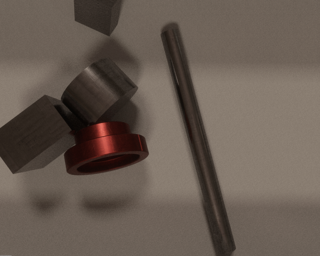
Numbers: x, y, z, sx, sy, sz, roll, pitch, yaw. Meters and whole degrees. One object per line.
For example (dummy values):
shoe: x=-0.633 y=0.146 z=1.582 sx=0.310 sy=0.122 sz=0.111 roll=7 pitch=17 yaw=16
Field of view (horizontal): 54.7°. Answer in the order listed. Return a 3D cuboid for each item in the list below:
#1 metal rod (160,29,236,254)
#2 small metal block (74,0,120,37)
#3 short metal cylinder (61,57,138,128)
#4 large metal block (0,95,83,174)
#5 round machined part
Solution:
metal rod: x=0.051 y=0.017 z=0.412 sx=0.025 sy=0.025 sz=0.298 roll=-15 pitch=90 yaw=0
small metal block: x=-0.080 y=-0.152 z=0.395 sx=0.050 sy=0.050 sz=0.025 roll=24 pitch=62 yaw=-1
short metal cylinder: x=-0.074 y=-0.041 z=0.383 sx=0.080 sy=0.080 sz=0.050 roll=-44 pitch=90 yaw=0
large metal block: x=-0.143 y=0.009 z=0.381 sx=0.080 sy=0.080 sz=0.050 roll=-37 pitch=87 yaw=0
round machined part: x=-0.066 y=0.023 z=0.376 sx=0.099 sy=0.098 sz=0.042 roll=-15 pitch=74 yaw=0
